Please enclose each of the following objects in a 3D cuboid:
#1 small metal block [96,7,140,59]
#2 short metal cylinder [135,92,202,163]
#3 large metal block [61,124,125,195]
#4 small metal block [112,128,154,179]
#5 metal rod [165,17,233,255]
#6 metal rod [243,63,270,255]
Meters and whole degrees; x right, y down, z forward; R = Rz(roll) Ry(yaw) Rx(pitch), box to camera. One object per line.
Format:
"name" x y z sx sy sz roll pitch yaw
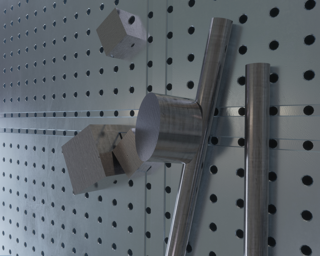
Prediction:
"small metal block" -0.064 -0.140 0.462 0.050 0.025 0.050 -35 68 34
"short metal cylinder" 0.008 0.001 0.366 0.080 0.050 0.080 -173 90 -67
"large metal block" -0.099 0.048 0.474 0.080 0.050 0.080 -32 70 35
"small metal block" -0.034 0.035 0.437 0.050 0.025 0.050 -49 61 28
"metal rod" 0.044 0.023 0.372 0.025 0.025 0.298 17 101 38
"metal rod" 0.101 0.083 0.325 0.025 0.025 0.298 1 91 40
